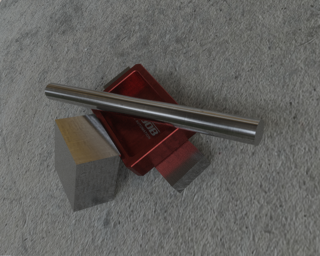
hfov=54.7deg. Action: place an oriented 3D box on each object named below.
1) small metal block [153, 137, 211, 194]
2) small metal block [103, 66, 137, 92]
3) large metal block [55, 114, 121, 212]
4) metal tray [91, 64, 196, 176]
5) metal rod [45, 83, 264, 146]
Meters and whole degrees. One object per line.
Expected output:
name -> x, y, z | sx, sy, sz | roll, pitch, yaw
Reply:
small metal block -> 0.023, 0.040, 0.368 | 0.050, 0.025, 0.050 | -43, 51, -2
small metal block -> -0.050, -0.057, 0.465 | 0.050, 0.025, 0.050 | -39, 51, 2
large metal block -> -0.093, 0.041, 0.381 | 0.050, 0.079, 0.080 | -11, 43, -30
metal tray -> -0.026, -0.015, 0.391 | 0.090, 0.030, 0.130 | -39, 51, 1
metal rod -> -0.032, -0.024, 0.365 | 0.300, 0.025, 0.025 | 13, 68, 33
